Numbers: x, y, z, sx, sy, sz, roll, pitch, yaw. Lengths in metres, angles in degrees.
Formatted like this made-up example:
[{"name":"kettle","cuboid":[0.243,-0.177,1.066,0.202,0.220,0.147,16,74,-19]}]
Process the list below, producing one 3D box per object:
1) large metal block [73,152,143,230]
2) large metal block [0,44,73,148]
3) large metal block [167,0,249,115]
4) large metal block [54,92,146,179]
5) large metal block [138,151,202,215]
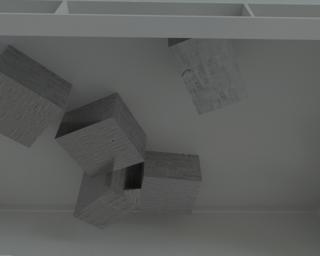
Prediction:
[{"name":"large metal block","cuboid":[-0.072,0.086,0.445,0.050,0.080,0.080,37,121,-27]},{"name":"large metal block","cuboid":[-0.164,-0.034,0.362,0.080,0.050,0.080,34,122,-26]},{"name":"large metal block","cuboid":[0.046,-0.074,0.310,0.050,0.080,0.080,-18,128,15]},{"name":"large metal block","cuboid":[-0.073,0.012,0.402,0.080,0.050,0.080,-20,128,16]},{"name":"large metal block","cuboid":[0.013,0.083,0.463,0.081,0.050,0.079,6,130,-5]}]
